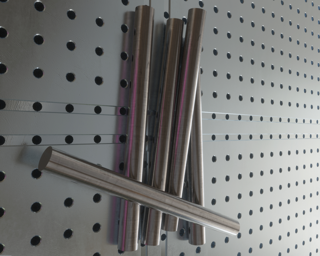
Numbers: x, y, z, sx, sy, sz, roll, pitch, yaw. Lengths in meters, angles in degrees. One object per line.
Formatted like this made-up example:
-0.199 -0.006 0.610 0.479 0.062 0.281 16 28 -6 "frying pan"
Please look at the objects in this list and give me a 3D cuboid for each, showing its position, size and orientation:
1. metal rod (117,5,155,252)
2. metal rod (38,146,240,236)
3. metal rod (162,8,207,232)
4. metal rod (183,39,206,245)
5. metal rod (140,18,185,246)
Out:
-0.029 -0.002 0.386 0.025 0.025 0.298 7 86 -40 "metal rod"
0.001 0.089 0.376 0.301 0.025 0.025 29 72 -35 "metal rod"
0.032 -0.011 0.422 0.025 0.025 0.298 8 90 -40 "metal rod"
0.050 0.020 0.453 0.025 0.025 0.298 -3 92 -40 "metal rod"
0.004 0.001 0.414 0.025 0.025 0.298 11 83 -40 "metal rod"
